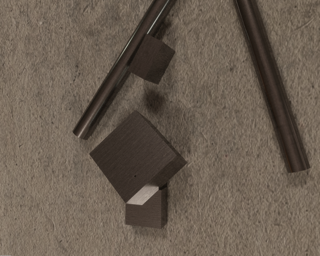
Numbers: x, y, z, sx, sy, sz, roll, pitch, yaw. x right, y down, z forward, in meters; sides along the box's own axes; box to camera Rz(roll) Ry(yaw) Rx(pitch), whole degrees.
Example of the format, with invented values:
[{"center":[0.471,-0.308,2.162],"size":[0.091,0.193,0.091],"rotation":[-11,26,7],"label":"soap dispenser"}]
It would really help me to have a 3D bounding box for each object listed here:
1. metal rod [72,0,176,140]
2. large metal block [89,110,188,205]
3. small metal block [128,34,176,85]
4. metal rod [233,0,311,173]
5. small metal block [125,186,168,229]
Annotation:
[{"center":[-0.032,-0.111,0.419],"size":[0.025,0.025,0.299],"rotation":[37,102,16],"label":"metal rod"},{"center":[-0.026,0.038,0.389],"size":[0.080,0.050,0.080],"rotation":[-44,65,3],"label":"large metal block"},{"center":[-0.009,-0.087,0.398],"size":[0.025,0.050,0.050],"rotation":[31,100,17],"label":"small metal block"},{"center":[0.118,-0.095,0.367],"size":[0.025,0.025,0.298],"rotation":[-18,84,19],"label":"metal rod"},{"center":[-0.018,0.104,0.414],"size":[0.050,0.025,0.050],"rotation":[1,90,19],"label":"small metal block"}]
